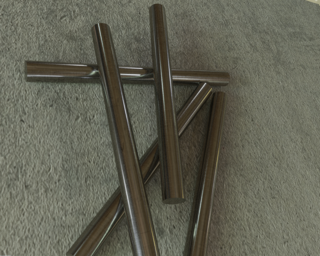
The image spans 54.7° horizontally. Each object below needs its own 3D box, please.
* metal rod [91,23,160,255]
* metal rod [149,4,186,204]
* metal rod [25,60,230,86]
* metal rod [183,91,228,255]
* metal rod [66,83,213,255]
[{"bbox_3d":[-0.043,0.003,0.344,0.025,0.025,0.299,0,62,-29],"label":"metal rod"},{"bbox_3d":[0.005,-0.052,0.404,0.025,0.025,0.299,10,58,-23],"label":"metal rod"},{"bbox_3d":[-0.025,-0.074,0.434,0.303,0.025,0.025,-3,64,-30],"label":"metal rod"},{"bbox_3d":[0.059,0.068,0.393,0.025,0.025,0.300,26,53,-13],"label":"metal rod"},{"bbox_3d":[-0.004,0.032,0.381,0.025,0.025,0.301,40,51,-1],"label":"metal rod"}]
